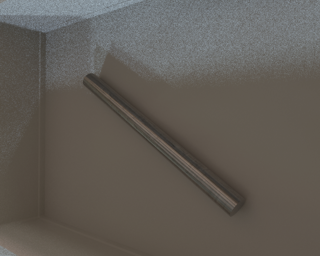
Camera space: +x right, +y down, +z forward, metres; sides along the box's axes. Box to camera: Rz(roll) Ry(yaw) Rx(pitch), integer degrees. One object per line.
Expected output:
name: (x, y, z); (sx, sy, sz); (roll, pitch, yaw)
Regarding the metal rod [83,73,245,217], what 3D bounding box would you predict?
metal rod: (-0.014, 0.005, 0.413); (0.300, 0.025, 0.025); (40, 114, 32)
